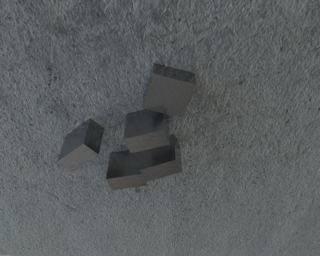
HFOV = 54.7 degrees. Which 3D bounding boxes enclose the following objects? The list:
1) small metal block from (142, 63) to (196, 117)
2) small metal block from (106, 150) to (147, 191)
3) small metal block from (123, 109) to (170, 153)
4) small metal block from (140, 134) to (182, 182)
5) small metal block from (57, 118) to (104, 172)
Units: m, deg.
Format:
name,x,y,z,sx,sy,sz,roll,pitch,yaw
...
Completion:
name,x,y,z,sx,sy,sz,roll,pitch,yaw
small metal block,0.010,-0.044,0.369,0.050,0.025,0.050,12,129,-10
small metal block,-0.045,0.058,0.439,0.050,0.050,0.025,-10,130,8
small metal block,-0.016,0.001,0.391,0.050,0.050,0.025,-14,129,11
small metal block,0.001,0.040,0.425,0.050,0.050,0.025,-18,128,14
small metal block,-0.104,0.022,0.408,0.050,0.050,0.025,-32,123,24
